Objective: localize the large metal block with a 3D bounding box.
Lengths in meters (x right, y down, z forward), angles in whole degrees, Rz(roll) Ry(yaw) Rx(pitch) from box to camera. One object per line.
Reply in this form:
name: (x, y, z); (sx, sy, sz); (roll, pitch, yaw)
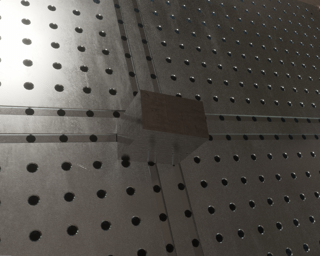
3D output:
large metal block: (0.000, 0.003, 0.372); (0.081, 0.080, 0.050); (8, 58, -24)
